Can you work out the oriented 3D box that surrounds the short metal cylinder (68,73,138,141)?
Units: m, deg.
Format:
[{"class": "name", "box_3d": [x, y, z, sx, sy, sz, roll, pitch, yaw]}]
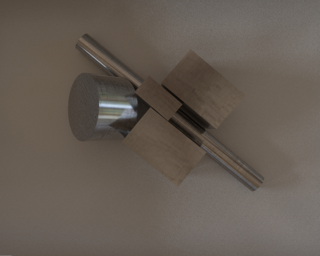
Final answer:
[{"class": "short metal cylinder", "box_3d": [-0.071, -0.024, 0.376, 0.050, 0.080, 0.079, 1, 90, -40]}]

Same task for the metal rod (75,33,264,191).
[{"class": "metal rod", "box_3d": [0.013, -0.020, 0.411, 0.300, 0.025, 0.025, 39, 90, -1]}]

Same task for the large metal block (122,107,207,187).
[{"class": "large metal block", "box_3d": [0.004, 0.021, 0.383, 0.080, 0.080, 0.050, 39, 90, -1]}]

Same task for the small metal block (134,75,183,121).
[{"class": "small metal block", "box_3d": [-0.002, -0.034, 0.374, 0.050, 0.050, 0.025, 41, 90, -1]}]

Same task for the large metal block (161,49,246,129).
[{"class": "large metal block", "box_3d": [0.048, -0.044, 0.384, 0.080, 0.080, 0.050, 40, 90, -1]}]
